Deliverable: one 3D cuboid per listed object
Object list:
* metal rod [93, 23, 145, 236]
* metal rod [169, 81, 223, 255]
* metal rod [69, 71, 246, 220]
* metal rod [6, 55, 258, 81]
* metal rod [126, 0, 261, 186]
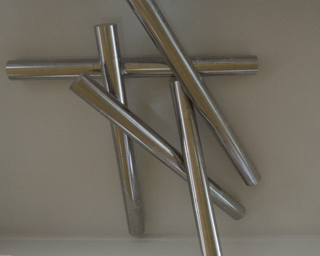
[{"bbox_3d":[-0.047,0.021,0.401,0.025,0.025,0.298,-5,117,1],"label":"metal rod"},{"bbox_3d":[0.051,0.089,0.377,0.025,0.025,0.298,-11,84,3],"label":"metal rod"},{"bbox_3d":[0.014,0.037,0.394,0.025,0.025,0.300,-42,117,14],"label":"metal rod"},{"bbox_3d":[-0.033,-0.074,0.383,0.302,0.025,0.025,-1,110,0],"label":"metal rod"},{"bbox_3d":[0.051,-0.036,0.377,0.025,0.025,0.300,-32,116,11],"label":"metal rod"}]
